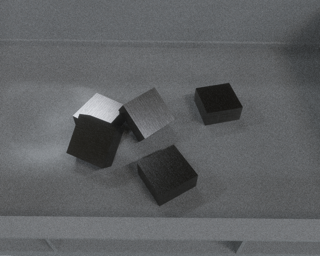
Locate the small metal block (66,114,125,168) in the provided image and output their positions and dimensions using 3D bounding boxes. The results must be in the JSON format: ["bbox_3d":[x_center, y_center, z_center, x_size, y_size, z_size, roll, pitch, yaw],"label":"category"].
[{"bbox_3d":[-0.078,0.015,0.374,0.050,0.025,0.050,20,94,16],"label":"small metal block"}]

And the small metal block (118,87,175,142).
[{"bbox_3d":[-0.017,-0.017,0.404,0.050,0.025,0.050,-33,91,-25],"label":"small metal block"}]

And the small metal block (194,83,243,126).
[{"bbox_3d":[0.081,-0.034,0.435,0.050,0.025,0.050,-10,51,-9],"label":"small metal block"}]

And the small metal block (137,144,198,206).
[{"bbox_3d":[0.008,0.054,0.360,0.050,0.025,0.050,-25,55,-20],"label":"small metal block"}]

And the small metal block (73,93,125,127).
[{"bbox_3d":[-0.079,-0.015,0.416,0.050,0.025,0.050,24,54,18],"label":"small metal block"}]
